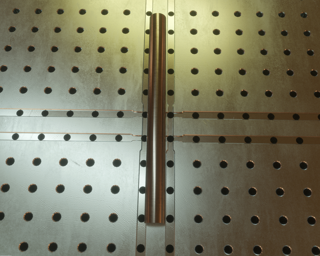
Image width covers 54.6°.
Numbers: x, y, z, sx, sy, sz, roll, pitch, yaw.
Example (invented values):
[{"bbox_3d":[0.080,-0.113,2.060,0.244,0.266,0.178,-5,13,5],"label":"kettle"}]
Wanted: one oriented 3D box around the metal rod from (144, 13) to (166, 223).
[{"bbox_3d":[-0.005,-0.027,0.422,0.025,0.025,0.299,1,70,0],"label":"metal rod"}]
